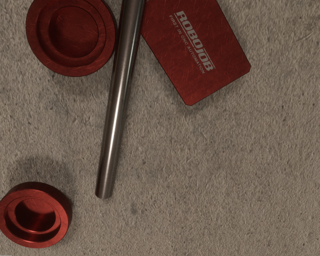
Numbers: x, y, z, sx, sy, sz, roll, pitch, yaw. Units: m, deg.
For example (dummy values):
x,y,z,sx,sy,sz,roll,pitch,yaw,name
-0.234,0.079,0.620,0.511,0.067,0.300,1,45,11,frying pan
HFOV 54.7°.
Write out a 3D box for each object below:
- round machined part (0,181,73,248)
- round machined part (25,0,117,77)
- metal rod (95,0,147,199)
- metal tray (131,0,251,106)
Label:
x,y,z,sx,sy,sz,roll,pitch,yaw,name
-0.174,0.118,0.442,0.099,0.042,0.097,0,110,-1,round machined part
-0.098,-0.111,0.358,0.099,0.042,0.097,0,110,-1,round machined part
-0.050,-0.036,0.375,0.025,0.025,0.298,11,117,-5,metal rod
0.038,-0.103,0.370,0.090,0.030,0.130,-31,108,10,metal tray
